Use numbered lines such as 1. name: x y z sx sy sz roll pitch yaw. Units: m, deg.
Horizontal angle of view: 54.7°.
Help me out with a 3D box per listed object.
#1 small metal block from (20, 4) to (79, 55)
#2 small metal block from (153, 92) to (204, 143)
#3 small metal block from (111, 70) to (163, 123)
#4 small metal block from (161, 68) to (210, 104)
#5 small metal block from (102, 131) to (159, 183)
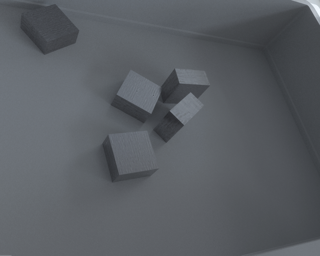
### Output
1. small metal block: -0.145 -0.130 0.407 0.050 0.025 0.050 48 51 5
2. small metal block: 0.024 -0.014 0.411 0.025 0.050 0.050 45 51 3
3. small metal block: -0.030 -0.042 0.415 0.050 0.025 0.050 29 52 -10
4. small metal block: 0.035 -0.058 0.444 0.050 0.050 0.025 -1 62 -29
5. small metal block: -0.035 0.033 0.366 0.050 0.025 0.050 -5 64 -31
